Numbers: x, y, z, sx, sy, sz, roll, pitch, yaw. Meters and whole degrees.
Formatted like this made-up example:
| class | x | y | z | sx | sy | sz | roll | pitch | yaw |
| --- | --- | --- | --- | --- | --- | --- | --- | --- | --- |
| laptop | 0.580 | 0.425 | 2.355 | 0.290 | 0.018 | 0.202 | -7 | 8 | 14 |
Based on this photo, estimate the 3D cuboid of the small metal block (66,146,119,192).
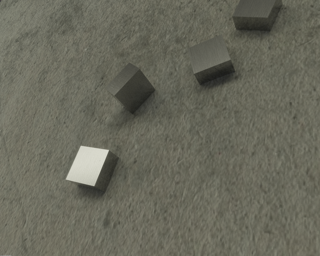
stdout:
| class | x | y | z | sx | sy | sz | roll | pitch | yaw |
| --- | --- | --- | --- | --- | --- | --- | --- | --- | --- |
| small metal block | -0.090 | 0.054 | 0.416 | 0.050 | 0.025 | 0.050 | 6 | 64 | 30 |

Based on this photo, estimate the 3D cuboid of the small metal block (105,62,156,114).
| class | x | y | z | sx | sy | sz | roll | pitch | yaw |
| --- | --- | --- | --- | --- | --- | --- | --- | --- | --- |
| small metal block | -0.042 | -0.056 | 0.442 | 0.050 | 0.050 | 0.025 | -48 | 52 | -6 |

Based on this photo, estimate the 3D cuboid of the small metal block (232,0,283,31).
| class | x | y | z | sx | sy | sz | roll | pitch | yaw |
| --- | --- | --- | --- | --- | --- | --- | --- | --- | --- |
| small metal block | 0.136 | -0.165 | 0.433 | 0.050 | 0.025 | 0.050 | 16 | 70 | 34 |

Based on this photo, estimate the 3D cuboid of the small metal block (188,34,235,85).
| class | x | y | z | sx | sy | sz | roll | pitch | yaw |
| --- | --- | --- | --- | --- | --- | --- | --- | --- | --- |
| small metal block | 0.070 | -0.094 | 0.424 | 0.050 | 0.025 | 0.050 | -19 | 54 | 16 |
